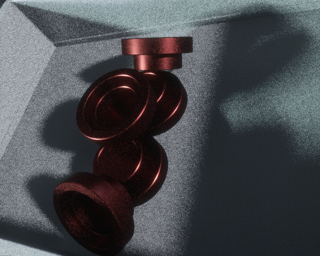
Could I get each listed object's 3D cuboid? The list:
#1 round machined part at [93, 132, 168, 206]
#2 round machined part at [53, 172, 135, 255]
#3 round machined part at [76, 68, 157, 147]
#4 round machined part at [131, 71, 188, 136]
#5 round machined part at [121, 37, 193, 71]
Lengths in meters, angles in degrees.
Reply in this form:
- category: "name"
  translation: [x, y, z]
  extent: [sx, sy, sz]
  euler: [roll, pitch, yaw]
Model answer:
- category: "round machined part"
  translation: [-0.043, 0.046, 0.385]
  extent: [0.098, 0.042, 0.098]
  euler: [-13, 56, 20]
- category: "round machined part"
  translation: [-0.069, 0.091, 0.348]
  extent: [0.098, 0.097, 0.042]
  euler: [7, 27, 30]
- category: "round machined part"
  translation: [-0.048, -0.021, 0.374]
  extent: [0.098, 0.042, 0.098]
  euler: [-13, 56, 20]
- category: "round machined part"
  translation: [-0.016, -0.040, 0.424]
  extent: [0.098, 0.042, 0.098]
  euler: [-13, 56, 20]
- category: "round machined part"
  translation: [-0.004, -0.104, 0.434]
  extent: [0.098, 0.099, 0.042]
  euler: [8, 108, 31]
